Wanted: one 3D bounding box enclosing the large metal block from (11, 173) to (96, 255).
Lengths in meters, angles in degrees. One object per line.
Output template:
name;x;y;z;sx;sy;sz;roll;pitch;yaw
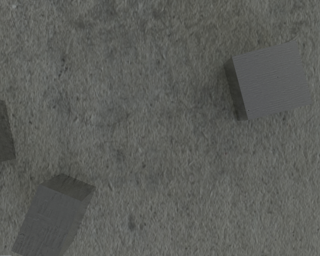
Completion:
large metal block;-0.125;0.108;0.381;0.050;0.080;0.080;23;90;-1

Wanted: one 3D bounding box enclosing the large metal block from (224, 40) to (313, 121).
large metal block;0.136;-0.058;0.399;0.080;0.050;0.080;-15;90;-1

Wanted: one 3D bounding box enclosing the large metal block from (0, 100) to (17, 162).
large metal block;-0.242;0.010;0.394;0.080;0.050;0.080;-11;90;-1
